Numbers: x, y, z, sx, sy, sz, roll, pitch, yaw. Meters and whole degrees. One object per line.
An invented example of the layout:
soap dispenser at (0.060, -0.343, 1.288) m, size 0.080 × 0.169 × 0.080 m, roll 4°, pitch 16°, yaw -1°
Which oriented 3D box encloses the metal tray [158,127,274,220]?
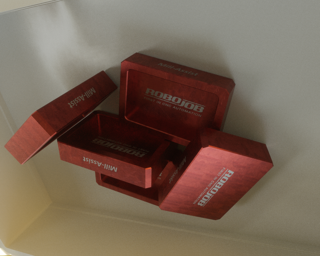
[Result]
metal tray at (0.063, 0.062, 0.382) m, size 0.091 × 0.030 × 0.129 m, roll 15°, pitch 131°, yaw -17°

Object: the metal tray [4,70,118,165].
metal tray at (-0.119, -0.016, 0.388) m, size 0.090 × 0.131 × 0.030 m, roll -33°, pitch 100°, yaw 38°

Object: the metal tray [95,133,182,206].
metal tray at (-0.034, 0.060, 0.455) m, size 0.130 × 0.030 × 0.089 m, roll 15°, pitch 125°, yaw 19°

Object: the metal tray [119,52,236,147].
metal tray at (0.015, -0.030, 0.375) m, size 0.130 × 0.030 × 0.089 m, roll 19°, pitch 126°, yaw 16°

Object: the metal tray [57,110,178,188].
metal tray at (-0.053, 0.022, 0.403) m, size 0.130 × 0.090 × 0.030 m, roll 15°, pitch 124°, yaw 19°
